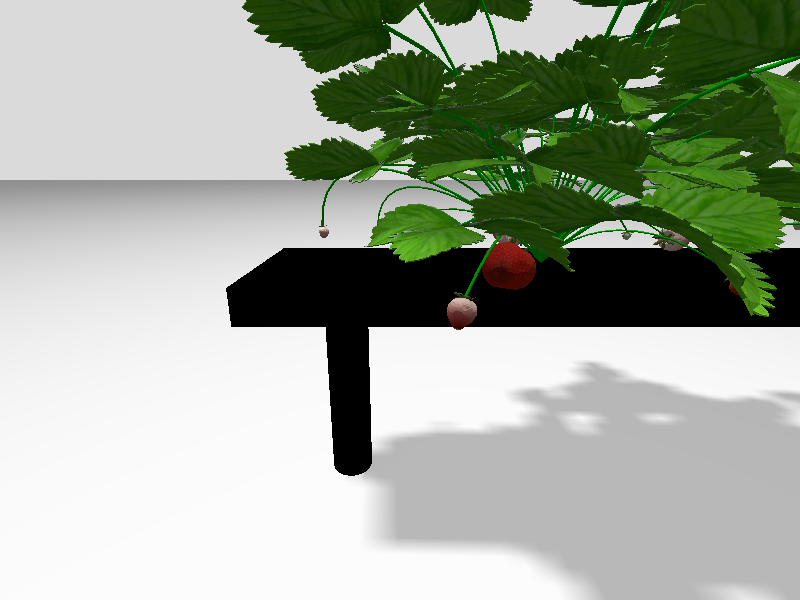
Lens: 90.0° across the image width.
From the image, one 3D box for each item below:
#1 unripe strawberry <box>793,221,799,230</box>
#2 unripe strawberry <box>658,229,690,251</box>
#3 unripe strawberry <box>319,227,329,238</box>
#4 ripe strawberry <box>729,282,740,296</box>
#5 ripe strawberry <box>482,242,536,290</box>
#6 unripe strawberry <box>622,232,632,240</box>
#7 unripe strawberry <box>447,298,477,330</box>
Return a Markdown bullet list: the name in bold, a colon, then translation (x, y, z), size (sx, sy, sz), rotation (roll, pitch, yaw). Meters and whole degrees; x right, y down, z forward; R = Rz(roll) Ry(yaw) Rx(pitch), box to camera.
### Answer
- **unripe strawberry**: translation (0.487, -0.091, 0.489), size (0.011, 0.011, 0.011), rotation (-11, 21, -30)
- **unripe strawberry**: translation (0.274, -0.061, 0.398), size (0.025, 0.024, 0.027), rotation (-3, 18, -18)
- **unripe strawberry**: translation (-0.084, -0.075, 0.442), size (0.010, 0.012, 0.012), rotation (8, 20, 23)
- **ripe strawberry**: translation (0.223, -0.009, 0.260), size (0.015, 0.015, 0.013), rotation (-17, -22, -41)
- **ripe strawberry**: translation (0.072, -0.022, 0.269), size (0.036, 0.031, 0.036), rotation (11, 22, 30)
- **unripe strawberry**: translation (0.262, -0.074, 0.462), size (0.010, 0.010, 0.009), rotation (-41, 37, -23)
- **unripe strawberry**: translation (0.032, 0.008, 0.210), size (0.016, 0.017, 0.016), rotation (11, -12, 30)
